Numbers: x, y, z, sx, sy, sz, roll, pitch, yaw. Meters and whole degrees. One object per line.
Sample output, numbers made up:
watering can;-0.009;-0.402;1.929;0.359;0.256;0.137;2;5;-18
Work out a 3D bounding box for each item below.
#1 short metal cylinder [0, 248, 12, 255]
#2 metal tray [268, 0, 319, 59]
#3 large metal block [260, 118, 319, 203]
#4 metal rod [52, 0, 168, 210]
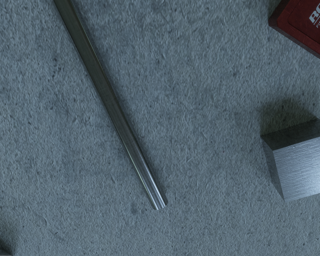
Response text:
short metal cylinder;-0.262;0.216;0.456;0.050;0.080;0.080;43;104;-15
metal tray;0.201;-0.153;0.353;0.090;0.030;0.129;29;107;-11
large metal block;0.190;0.043;0.415;0.080;0.050;0.080;-18;109;6
metal rod;-0.056;-0.019;0.402;0.025;0.025;0.299;-21;109;7
